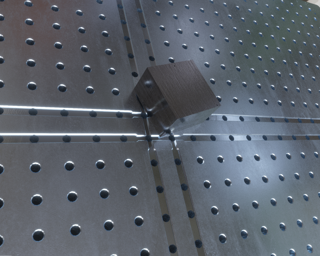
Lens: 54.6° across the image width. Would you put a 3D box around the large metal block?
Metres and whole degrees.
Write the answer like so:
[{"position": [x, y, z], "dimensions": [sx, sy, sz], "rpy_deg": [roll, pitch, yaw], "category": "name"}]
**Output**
[{"position": [0.023, -0.043, 0.430], "dimensions": [0.081, 0.050, 0.080], "rpy_deg": [-18, 71, -35], "category": "large metal block"}]
